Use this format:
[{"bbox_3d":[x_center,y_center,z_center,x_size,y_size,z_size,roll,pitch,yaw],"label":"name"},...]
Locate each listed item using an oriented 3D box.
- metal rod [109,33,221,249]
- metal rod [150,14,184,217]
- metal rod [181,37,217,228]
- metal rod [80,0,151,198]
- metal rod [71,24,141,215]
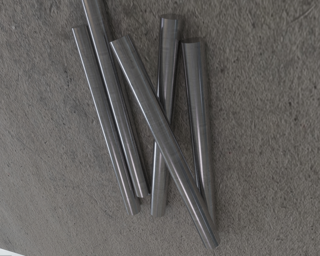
[{"bbox_3d":[0.015,0.031,0.384,0.025,0.025,0.299,-11,113,33],"label":"metal rod"},{"bbox_3d":[0.004,0.007,0.408,0.025,0.025,0.298,16,125,19],"label":"metal rod"},{"bbox_3d":[0.055,0.037,0.400,0.025,0.025,0.298,6,121,25],"label":"metal rod"},{"bbox_3d":[-0.053,-0.031,0.415,0.025,0.025,0.298,2,120,27],"label":"metal rod"},{"bbox_3d":[-0.070,0.005,0.447,0.025,0.025,0.298,3,120,27],"label":"metal rod"}]
